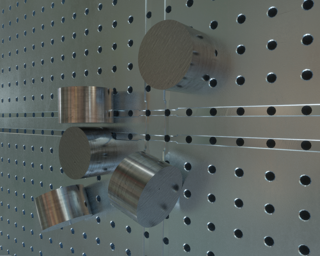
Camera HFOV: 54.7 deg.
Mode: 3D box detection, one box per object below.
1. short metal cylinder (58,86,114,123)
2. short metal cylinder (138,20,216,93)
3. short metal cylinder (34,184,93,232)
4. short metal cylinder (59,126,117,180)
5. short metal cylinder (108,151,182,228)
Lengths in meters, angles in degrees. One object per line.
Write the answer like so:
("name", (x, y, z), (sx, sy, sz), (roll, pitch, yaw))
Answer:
("short metal cylinder", (-0.110, -0.032, 0.461), (0.080, 0.081, 0.050), (-1, 89, 39))
("short metal cylinder", (0.020, -0.084, 0.375), (0.080, 0.050, 0.079), (0, 90, 39))
("short metal cylinder", (-0.156, 0.129, 0.499), (0.080, 0.081, 0.050), (-33, 70, 35))
("short metal cylinder", (-0.113, 0.037, 0.484), (0.080, 0.050, 0.079), (0, 90, 39))
("short metal cylinder", (-0.017, 0.075, 0.386), (0.050, 0.081, 0.079), (23, 104, 37))
